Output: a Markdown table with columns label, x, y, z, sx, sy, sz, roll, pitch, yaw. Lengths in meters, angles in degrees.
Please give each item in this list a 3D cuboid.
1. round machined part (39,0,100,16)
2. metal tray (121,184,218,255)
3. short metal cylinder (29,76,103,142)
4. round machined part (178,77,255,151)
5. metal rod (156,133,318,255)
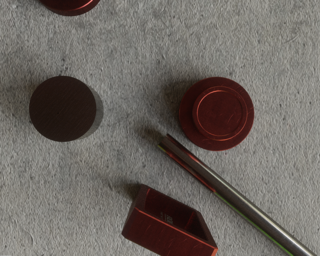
| label | x | y | z | sx | sy | sz | roll | pitch | yaw |
| --- | --- | --- | --- | --- | --- | --- | --- | --- | --- |
| round machined part | -0.122 | -0.200 | 0.400 | 0.099 | 0.042 | 0.097 | 0 | 90 | -1 |
| metal tray | 0.009 | 0.109 | 0.358 | 0.090 | 0.130 | 0.030 | 27 | 90 | -1 |
| short metal cylinder | -0.117 | -0.023 | 0.396 | 0.081 | 0.050 | 0.079 | 0 | 90 | -1 |
| round machined part | 0.074 | -0.018 | 0.403 | 0.099 | 0.042 | 0.097 | 0 | 90 | -1 |
| metal rod | 0.118 | 0.111 | 0.411 | 0.300 | 0.025 | 0.025 | 39 | 90 | -1 |
